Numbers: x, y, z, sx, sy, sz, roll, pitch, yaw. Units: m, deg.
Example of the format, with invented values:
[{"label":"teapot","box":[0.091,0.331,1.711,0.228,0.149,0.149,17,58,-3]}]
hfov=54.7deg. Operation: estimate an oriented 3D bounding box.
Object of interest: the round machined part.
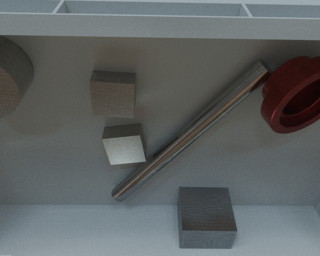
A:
[{"label":"round machined part","box":[0.157,-0.042,0.350,0.099,0.042,0.097,-17,142,-13]}]

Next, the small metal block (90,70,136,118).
[{"label":"small metal block","box":[-0.056,-0.040,0.374,0.050,0.025,0.050,3,130,-3]}]

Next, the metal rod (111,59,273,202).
[{"label":"metal rod","box":[0.027,0.020,0.426,0.025,0.025,0.299,32,123,-24]}]

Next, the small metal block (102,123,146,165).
[{"label":"small metal block","box":[-0.048,0.023,0.428,0.050,0.025,0.050,-6,130,4]}]

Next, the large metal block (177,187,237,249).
[{"label":"large metal block","box":[0.071,0.142,0.495,0.081,0.080,0.050,2,130,-2]}]

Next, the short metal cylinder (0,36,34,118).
[{"label":"short metal cylinder","box":[-0.188,-0.056,0.342,0.081,0.050,0.079,0,130,0]}]
